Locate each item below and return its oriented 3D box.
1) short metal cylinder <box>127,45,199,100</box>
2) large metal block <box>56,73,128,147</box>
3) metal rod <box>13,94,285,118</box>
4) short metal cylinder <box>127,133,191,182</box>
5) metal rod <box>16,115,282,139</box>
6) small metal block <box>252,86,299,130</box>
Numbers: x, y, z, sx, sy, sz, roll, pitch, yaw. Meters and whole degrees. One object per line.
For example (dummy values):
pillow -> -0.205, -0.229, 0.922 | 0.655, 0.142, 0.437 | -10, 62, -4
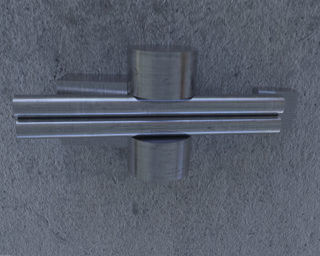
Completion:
short metal cylinder -> 0.003, -0.067, 0.357 | 0.081, 0.080, 0.050 | 1, 110, -1
large metal block -> -0.079, -0.024, 0.388 | 0.081, 0.050, 0.079 | 2, 110, -1
metal rod -> -0.004, -0.026, 0.354 | 0.302, 0.025, 0.025 | -1, 110, -8
short metal cylinder -> -0.001, 0.027, 0.391 | 0.081, 0.080, 0.050 | 1, 110, -1
metal rod -> -0.005, -0.003, 0.362 | 0.302, 0.025, 0.025 | -1, 110, -8
small metal block -> 0.146, -0.026, 0.403 | 0.050, 0.025, 0.050 | 3, 110, -1
